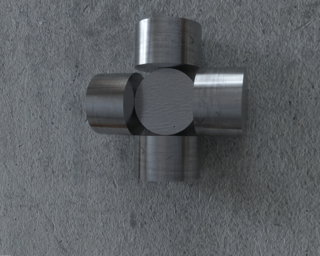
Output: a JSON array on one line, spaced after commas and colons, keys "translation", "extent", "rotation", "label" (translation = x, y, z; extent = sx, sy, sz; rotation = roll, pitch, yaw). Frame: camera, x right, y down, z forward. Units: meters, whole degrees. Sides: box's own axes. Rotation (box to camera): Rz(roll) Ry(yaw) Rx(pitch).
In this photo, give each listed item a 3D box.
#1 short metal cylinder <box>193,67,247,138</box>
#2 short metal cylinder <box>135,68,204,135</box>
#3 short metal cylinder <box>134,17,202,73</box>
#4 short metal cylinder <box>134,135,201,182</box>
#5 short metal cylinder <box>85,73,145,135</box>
[{"translation": [0.072, -0.029, 0.355], "extent": [0.050, 0.080, 0.079], "rotation": [2, 91, 20], "label": "short metal cylinder"}, {"translation": [0.015, -0.031, 0.391], "extent": [0.080, 0.050, 0.079], "rotation": [0, 90, 19], "label": "short metal cylinder"}, {"translation": [0.010, -0.097, 0.376], "extent": [0.080, 0.080, 0.050], "rotation": [2, 91, 19], "label": "short metal cylinder"}, {"translation": [0.009, 0.034, 0.377], "extent": [0.080, 0.080, 0.050], "rotation": [1, 90, 19], "label": "short metal cylinder"}, {"translation": [-0.052, -0.031, 0.399], "extent": [0.050, 0.080, 0.079], "rotation": [2, 91, 20], "label": "short metal cylinder"}]
